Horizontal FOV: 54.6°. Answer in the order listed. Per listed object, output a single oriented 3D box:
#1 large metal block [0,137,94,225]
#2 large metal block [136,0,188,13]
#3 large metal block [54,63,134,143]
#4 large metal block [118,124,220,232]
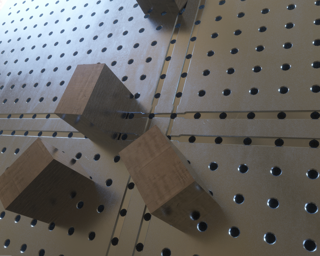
[{"bbox_3d":[-0.151,0.072,0.410,0.080,0.080,0.050,-47,51,-5],"label":"large metal block"},{"bbox_3d":[0.009,-0.249,0.542,0.080,0.050,0.080,14,69,33],"label":"large metal block"},{"bbox_3d":[-0.090,-0.034,0.443,0.050,0.080,0.080,4,64,30],"label":"large metal block"},{"bbox_3d":[0.010,0.056,0.334,0.050,0.080,0.080,-38,51,3],"label":"large metal block"}]
